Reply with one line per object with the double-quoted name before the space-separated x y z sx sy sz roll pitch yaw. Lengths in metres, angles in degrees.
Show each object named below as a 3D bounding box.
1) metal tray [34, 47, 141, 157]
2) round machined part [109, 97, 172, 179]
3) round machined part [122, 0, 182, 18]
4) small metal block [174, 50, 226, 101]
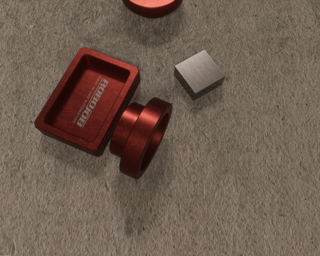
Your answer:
"metal tray" -0.093 -0.037 0.417 0.090 0.030 0.130 22 71 7
"round machined part" -0.025 0.008 0.366 0.042 0.098 0.098 24 72 8
"round machined part" -0.012 -0.209 0.475 0.099 0.042 0.098 0 70 -1
"small metal block" 0.055 -0.074 0.436 0.050 0.025 0.050 -31 73 -11
